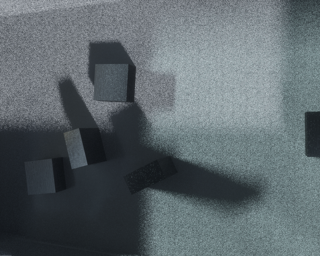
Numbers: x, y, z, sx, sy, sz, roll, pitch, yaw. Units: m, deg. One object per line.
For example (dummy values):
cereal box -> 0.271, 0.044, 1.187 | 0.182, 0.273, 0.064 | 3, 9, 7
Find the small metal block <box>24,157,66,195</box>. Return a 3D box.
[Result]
small metal block -> -0.174, 0.073, 0.470 | 0.050, 0.025, 0.050 | -8, 87, 19

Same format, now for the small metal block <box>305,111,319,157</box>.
small metal block -> 0.190, 0.007, 0.344 | 0.050, 0.025, 0.050 | -1, 90, 19

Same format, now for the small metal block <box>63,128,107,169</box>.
small metal block -> -0.103, 0.027, 0.432 | 0.025, 0.050, 0.050 | -16, 85, 19

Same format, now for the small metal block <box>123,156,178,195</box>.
small metal block -> -0.011, 0.060, 0.400 | 0.050, 0.050, 0.025 | -28, 81, 17

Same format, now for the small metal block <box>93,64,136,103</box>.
small metal block -> -0.063, -0.062, 0.432 | 0.050, 0.025, 0.050 | 4, 91, 19
